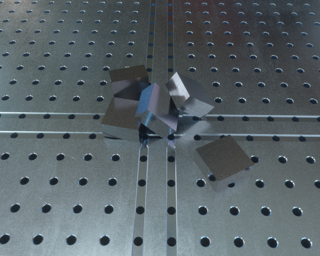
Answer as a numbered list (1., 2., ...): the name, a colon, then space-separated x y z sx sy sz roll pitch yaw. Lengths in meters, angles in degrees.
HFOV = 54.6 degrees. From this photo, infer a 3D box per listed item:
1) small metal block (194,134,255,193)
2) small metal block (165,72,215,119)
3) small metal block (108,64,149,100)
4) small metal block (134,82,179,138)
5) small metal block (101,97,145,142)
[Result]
1. small metal block: 0.076 0.042 0.373 0.050 0.025 0.050 -21 53 -17
2. small metal block: 0.041 -0.045 0.429 0.050 0.025 0.050 17 37 -40
3. small metal block: -0.043 -0.059 0.441 0.050 0.050 0.025 -12 51 -10
4. small metal block: -0.002 -0.023 0.409 0.050 0.025 0.050 37 44 -28
5. small metal block: -0.046 -0.012 0.418 0.050 0.025 0.050 10 51 8
